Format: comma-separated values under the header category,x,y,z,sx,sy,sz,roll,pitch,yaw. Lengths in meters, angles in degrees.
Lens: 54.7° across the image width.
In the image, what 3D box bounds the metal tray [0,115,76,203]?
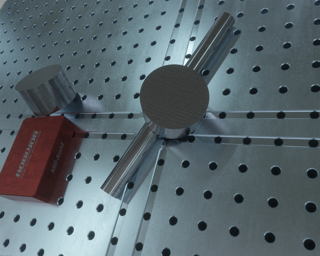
category,x,y,z,sx,sy,sz,roll,pitch,yaw
metal tray,-0.192,0.045,0.478,0.090,0.030,0.130,-2,60,27

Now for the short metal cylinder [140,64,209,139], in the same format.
category,x,y,z,sx,sy,sz,roll,pitch,yaw
short metal cylinder,0.017,-0.031,0.381,0.080,0.050,0.080,0,75,0

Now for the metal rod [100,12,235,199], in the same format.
category,x,y,z,sx,sy,sz,roll,pitch,yaw
metal rod,0.017,-0.039,0.423,0.025,0.025,0.300,25,75,36

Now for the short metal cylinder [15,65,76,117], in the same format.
category,x,y,z,sx,sy,sz,roll,pitch,yaw
short metal cylinder,-0.188,-0.063,0.513,0.080,0.050,0.080,-15,34,11
